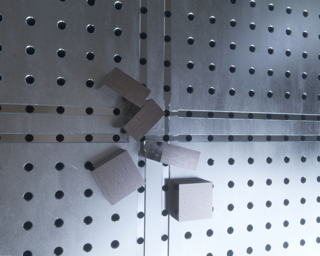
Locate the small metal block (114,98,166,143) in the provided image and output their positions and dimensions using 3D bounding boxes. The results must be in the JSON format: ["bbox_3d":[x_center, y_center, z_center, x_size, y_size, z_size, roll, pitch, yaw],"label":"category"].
[{"bbox_3d":[-0.027,-0.009,0.390,0.050,0.050,0.025,-46,105,-14],"label":"small metal block"}]

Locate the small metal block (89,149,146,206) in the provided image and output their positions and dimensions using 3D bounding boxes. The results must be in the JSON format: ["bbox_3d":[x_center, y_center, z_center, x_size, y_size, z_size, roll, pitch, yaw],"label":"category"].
[{"bbox_3d":[-0.054,0.061,0.394,0.050,0.025,0.050,-31,101,-18],"label":"small metal block"}]

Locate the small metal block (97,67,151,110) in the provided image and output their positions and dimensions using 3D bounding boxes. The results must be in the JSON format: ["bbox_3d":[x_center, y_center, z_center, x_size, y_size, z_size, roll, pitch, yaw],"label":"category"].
[{"bbox_3d":[-0.045,-0.047,0.383,0.050,0.050,0.025,33,79,-18],"label":"small metal block"}]

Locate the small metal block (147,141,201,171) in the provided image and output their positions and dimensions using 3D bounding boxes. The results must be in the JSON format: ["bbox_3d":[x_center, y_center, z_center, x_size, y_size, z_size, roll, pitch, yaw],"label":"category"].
[{"bbox_3d":[0.017,0.036,0.407,0.050,0.050,0.025,16,85,-20],"label":"small metal block"}]

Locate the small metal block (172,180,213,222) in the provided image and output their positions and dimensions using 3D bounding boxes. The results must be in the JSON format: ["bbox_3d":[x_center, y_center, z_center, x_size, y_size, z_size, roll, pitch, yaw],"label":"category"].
[{"bbox_3d":[0.045,0.100,0.431,0.050,0.025,0.050,0,90,-21],"label":"small metal block"}]
